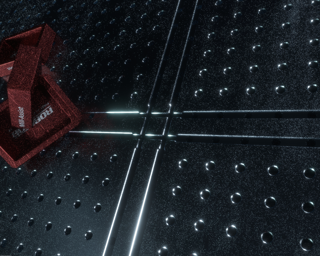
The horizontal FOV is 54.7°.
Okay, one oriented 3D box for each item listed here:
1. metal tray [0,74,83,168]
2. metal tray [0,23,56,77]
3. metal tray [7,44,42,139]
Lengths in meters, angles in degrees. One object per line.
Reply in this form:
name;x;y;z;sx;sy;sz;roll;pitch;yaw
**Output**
metal tray;-0.198;-0.010;0.473;0.130;0.090;0.030;-35;17;5
metal tray;-0.289;-0.164;0.653;0.130;0.030;0.090;-9;58;23
metal tray;-0.208;-0.051;0.483;0.030;0.129;0.090;7;52;-16
